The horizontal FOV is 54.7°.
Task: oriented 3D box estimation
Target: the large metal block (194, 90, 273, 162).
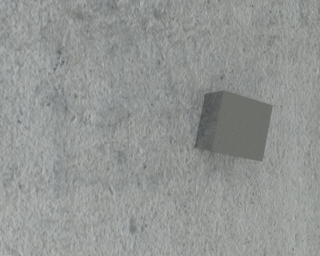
[{"bbox_3d":[0.103,-0.002,0.435,0.081,0.050,0.080,14,85,-20],"label":"large metal block"}]
